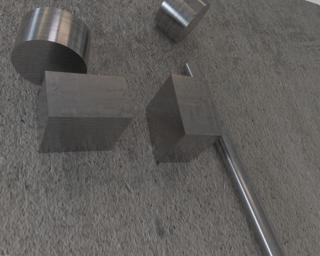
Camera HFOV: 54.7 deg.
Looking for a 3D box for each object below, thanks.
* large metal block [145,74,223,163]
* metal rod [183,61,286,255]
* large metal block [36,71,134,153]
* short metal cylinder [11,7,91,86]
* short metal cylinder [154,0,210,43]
[{"bbox_3d":[0.026,-0.009,0.388,0.050,0.080,0.080,3,61,-27],"label":"large metal block"},{"bbox_3d":[0.096,0.033,0.435,0.025,0.025,0.299,-7,65,-31],"label":"metal rod"},{"bbox_3d":[-0.084,-0.013,0.331,0.081,0.080,0.050,0,62,-28],"label":"large metal block"},{"bbox_3d":[-0.123,-0.090,0.357,0.081,0.080,0.050,12,57,-22],"label":"short metal cylinder"},{"bbox_3d":[0.035,-0.185,0.500,0.050,0.080,0.080,42,51,0],"label":"short metal cylinder"}]
